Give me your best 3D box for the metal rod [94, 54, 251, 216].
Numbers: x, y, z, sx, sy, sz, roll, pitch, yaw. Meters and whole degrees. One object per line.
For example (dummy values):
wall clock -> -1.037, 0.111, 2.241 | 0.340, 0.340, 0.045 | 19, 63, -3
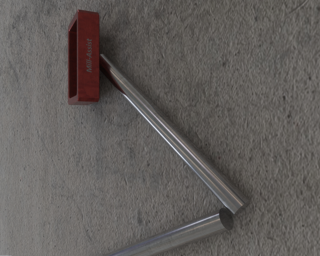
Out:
metal rod -> -0.001, -0.009, 0.405 | 0.300, 0.025, 0.025 | 47, 118, 29

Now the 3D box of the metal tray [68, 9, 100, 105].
metal tray -> -0.119, -0.102, 0.477 | 0.090, 0.030, 0.129 | 180, 90, -64

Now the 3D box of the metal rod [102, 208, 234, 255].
metal rod -> -0.028, 0.170, 0.428 | 0.299, 0.025, 0.025 | -34, 69, 34
